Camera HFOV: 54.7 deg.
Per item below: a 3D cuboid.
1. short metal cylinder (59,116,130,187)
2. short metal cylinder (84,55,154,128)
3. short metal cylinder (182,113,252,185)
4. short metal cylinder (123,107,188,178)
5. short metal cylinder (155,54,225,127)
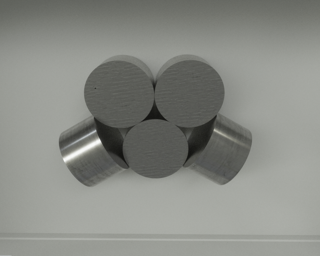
[{"bbox_3d":[-0.080,0.027,0.390,0.050,0.080,0.080,-29,108,10],"label":"short metal cylinder"},{"bbox_3d":[-0.047,-0.046,0.379,0.081,0.050,0.079,0,110,0],"label":"short metal cylinder"},{"bbox_3d":[0.070,0.025,0.390,0.050,0.080,0.080,28,108,-10],"label":"short metal cylinder"},{"bbox_3d":[-0.005,0.018,0.403,0.081,0.050,0.079,0,110,0],"label":"short metal cylinder"},{"bbox_3d":[0.034,-0.047,0.379,0.081,0.050,0.079,0,110,0],"label":"short metal cylinder"}]
